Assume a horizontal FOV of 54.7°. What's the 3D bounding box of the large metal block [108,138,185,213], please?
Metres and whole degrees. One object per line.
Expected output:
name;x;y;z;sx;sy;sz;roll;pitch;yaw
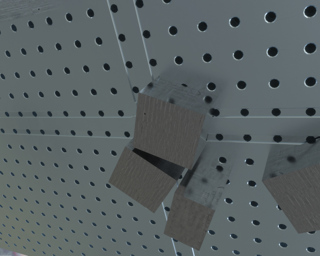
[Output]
large metal block;-0.016;0.061;0.440;0.080;0.050;0.079;33;129;6

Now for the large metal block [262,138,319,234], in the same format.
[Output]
large metal block;0.174;0.063;0.342;0.080;0.050;0.080;-28;103;37

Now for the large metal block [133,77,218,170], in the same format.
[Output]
large metal block;0.017;-0.007;0.381;0.080;0.050;0.079;20;126;15

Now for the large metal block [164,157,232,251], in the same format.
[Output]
large metal block;0.050;0.097;0.408;0.050;0.080;0.079;22;126;15

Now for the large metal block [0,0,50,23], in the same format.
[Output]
large metal block;-0.188;-0.172;0.366;0.050;0.080;0.079;7;122;24
